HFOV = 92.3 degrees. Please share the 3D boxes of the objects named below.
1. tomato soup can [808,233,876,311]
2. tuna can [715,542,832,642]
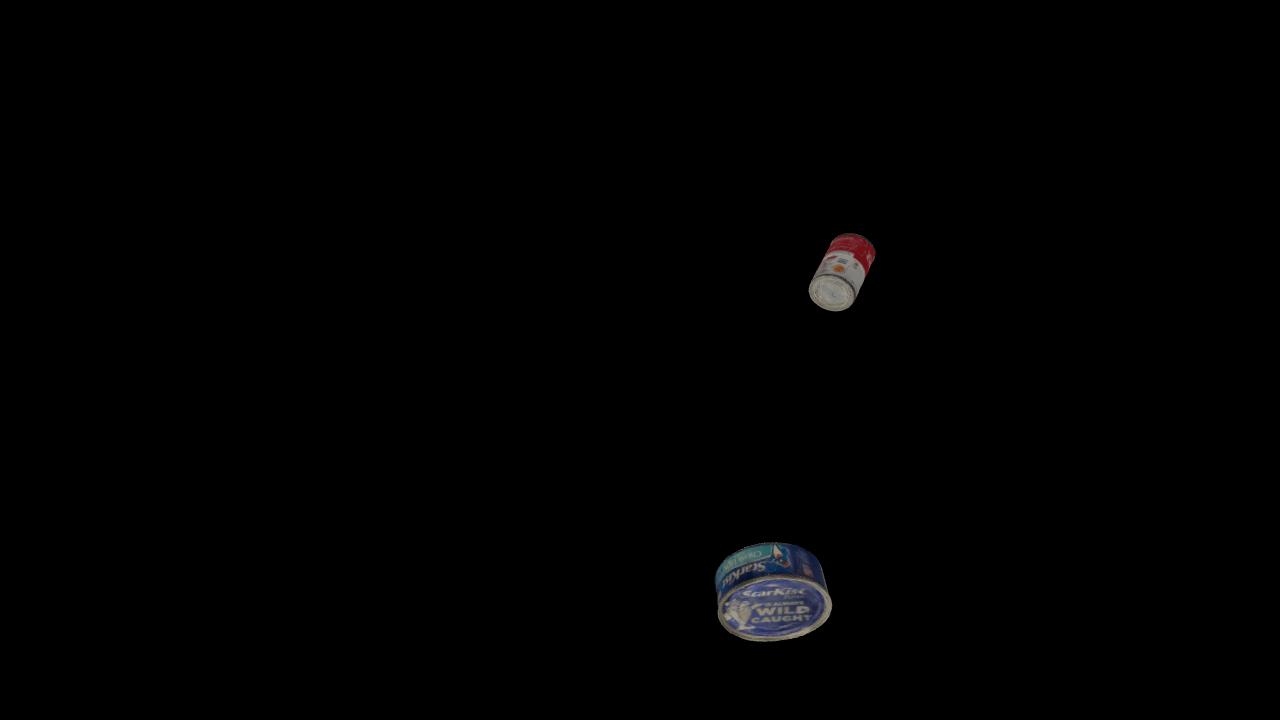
[{"bbox_3d":[0.291,-0.126,0.886,0.068,0.068,0.101,0,43,42],"label":"tomato soup can"},{"bbox_3d":[0.099,0.176,0.466,0.084,0.084,0.034,0,37,0],"label":"tuna can"}]
